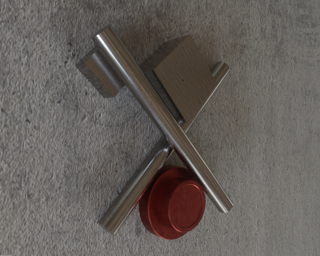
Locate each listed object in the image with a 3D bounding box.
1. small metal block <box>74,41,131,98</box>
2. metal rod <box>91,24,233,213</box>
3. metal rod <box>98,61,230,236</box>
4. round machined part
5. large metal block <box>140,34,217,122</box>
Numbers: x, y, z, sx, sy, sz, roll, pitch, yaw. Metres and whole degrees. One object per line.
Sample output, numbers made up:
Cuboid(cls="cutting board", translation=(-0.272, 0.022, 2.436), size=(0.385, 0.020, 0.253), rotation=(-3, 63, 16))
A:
Cuboid(cls="small metal block", translation=(-0.060, -0.070, 0.358), size=(0.050, 0.025, 0.050), rotation=(51, 60, -28))
Cuboid(cls="metal rod", translation=(0.017, 0.007, 0.390), size=(0.025, 0.025, 0.300), rotation=(-51, 120, -28))
Cuboid(cls="metal rod", translation=(0.019, 0.011, 0.426), size=(0.025, 0.025, 0.301), rotation=(53, 59, -28))
Cuboid(cls="round machined part", translation=(0.024, 0.101, 0.417), size=(0.099, 0.042, 0.097), rotation=(0, 90, -40))
Cuboid(cls="large metal block", translation=(0.020, -0.064, 0.410), size=(0.080, 0.050, 0.080), rotation=(-49, 120, -29))
